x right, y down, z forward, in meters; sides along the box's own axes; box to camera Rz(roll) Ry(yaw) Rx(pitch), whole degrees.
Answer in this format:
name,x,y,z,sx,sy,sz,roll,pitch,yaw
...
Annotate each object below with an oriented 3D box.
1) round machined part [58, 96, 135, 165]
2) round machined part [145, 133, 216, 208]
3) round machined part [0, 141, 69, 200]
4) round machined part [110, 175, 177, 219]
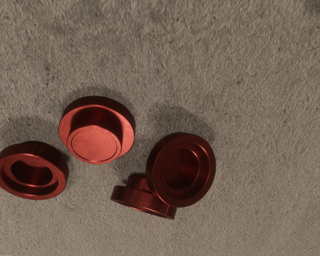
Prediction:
name,x,y,z,sx,sy,sz,roll,pitch,yaw
round machined part,-0.082,0.010,0.403,0.099,0.042,0.097,-1,130,0
round machined part,0.024,0.054,0.420,0.099,0.042,0.097,-4,97,-29
round machined part,-0.179,0.056,0.441,0.099,0.042,0.097,-1,130,0
round machined part,-0.020,0.101,0.462,0.098,0.042,0.098,16,161,6
